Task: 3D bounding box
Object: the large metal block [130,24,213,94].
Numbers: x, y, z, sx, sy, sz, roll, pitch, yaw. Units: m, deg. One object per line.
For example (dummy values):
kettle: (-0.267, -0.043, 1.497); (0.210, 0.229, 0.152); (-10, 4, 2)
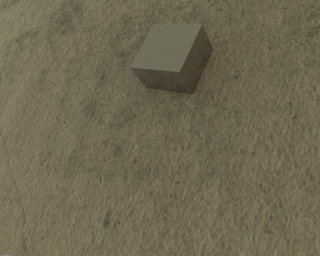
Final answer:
large metal block: (0.018, -0.099, 0.438); (0.080, 0.050, 0.080); (12, 68, 33)
